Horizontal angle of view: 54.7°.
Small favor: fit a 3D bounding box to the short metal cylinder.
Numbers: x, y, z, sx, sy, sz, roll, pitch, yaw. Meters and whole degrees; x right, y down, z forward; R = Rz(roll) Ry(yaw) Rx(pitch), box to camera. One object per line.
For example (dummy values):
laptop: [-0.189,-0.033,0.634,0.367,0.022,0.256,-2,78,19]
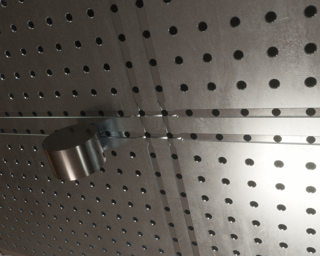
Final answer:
short metal cylinder: [-0.126,0.034,0.461,0.080,0.080,0.050,3,120,26]
